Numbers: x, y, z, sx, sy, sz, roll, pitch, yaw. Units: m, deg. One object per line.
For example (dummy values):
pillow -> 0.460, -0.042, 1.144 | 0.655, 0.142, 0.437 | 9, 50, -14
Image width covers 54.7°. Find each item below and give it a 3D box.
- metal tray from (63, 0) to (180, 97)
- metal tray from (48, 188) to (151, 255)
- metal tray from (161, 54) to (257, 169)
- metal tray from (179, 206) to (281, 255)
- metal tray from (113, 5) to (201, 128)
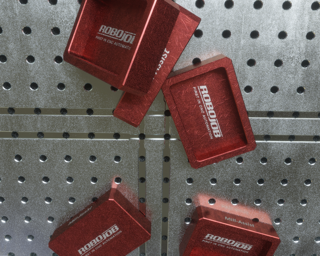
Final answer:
metal tray -> -0.047, -0.095, 0.319 | 0.030, 0.130, 0.089 | 14, 102, -45
metal tray -> -0.089, 0.162, 0.469 | 0.130, 0.030, 0.090 | -38, 106, 12
metal tray -> 0.063, -0.019, 0.404 | 0.090, 0.030, 0.129 | -20, 109, 6
metal tray -> 0.105, 0.180, 0.478 | 0.131, 0.030, 0.089 | 17, 109, -7
metal tray -> -0.006, -0.073, 0.351 | 0.030, 0.090, 0.129 | 29, 107, -10
